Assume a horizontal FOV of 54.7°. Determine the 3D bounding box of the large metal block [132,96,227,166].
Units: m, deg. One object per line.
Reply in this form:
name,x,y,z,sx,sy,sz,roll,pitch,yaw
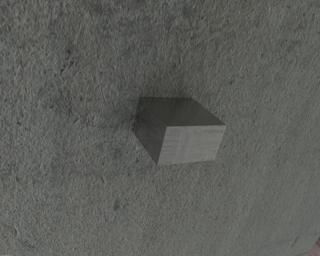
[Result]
large metal block,0.021,0.000,0.386,0.081,0.080,0.050,-1,119,-28
